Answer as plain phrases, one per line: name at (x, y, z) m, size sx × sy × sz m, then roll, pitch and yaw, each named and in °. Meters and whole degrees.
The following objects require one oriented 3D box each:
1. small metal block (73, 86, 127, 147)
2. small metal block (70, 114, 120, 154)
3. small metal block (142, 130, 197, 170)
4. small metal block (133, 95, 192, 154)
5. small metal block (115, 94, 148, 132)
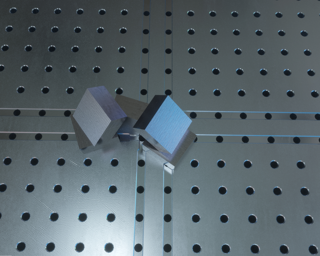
small metal block at (-0.073, -0.014, 0.373) m, size 0.025 × 0.050 × 0.050 m, roll -20°, pitch 66°, yaw -48°
small metal block at (-0.086, 0.001, 0.411) m, size 0.050 × 0.025 × 0.050 m, roll -18°, pitch 71°, yaw -7°
small metal block at (0.012, 0.019, 0.405) m, size 0.050 × 0.025 × 0.050 m, roll 34°, pitch 73°, yaw 11°
small metal block at (0.004, -0.004, 0.372) m, size 0.050 × 0.025 × 0.050 m, roll 44°, pitch 69°, yaw -32°
small metal block at (-0.034, -0.016, 0.404) m, size 0.050 × 0.050 × 0.025 m, roll 18°, pitch 71°, yaw 6°
